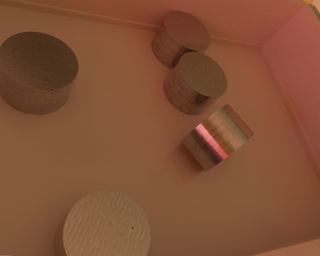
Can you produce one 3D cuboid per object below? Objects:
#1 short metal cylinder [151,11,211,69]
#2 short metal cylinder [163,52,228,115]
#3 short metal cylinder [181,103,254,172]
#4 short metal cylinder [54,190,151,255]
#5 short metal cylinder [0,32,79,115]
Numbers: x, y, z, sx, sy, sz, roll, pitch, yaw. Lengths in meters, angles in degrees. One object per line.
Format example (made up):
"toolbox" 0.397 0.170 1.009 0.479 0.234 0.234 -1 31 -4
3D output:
"short metal cylinder" 0.033 -0.138 0.493 0.081 0.050 0.080 14 56 -21
"short metal cylinder" 0.052 -0.066 0.460 0.081 0.050 0.080 14 56 -21
"short metal cylinder" 0.074 0.013 0.404 0.081 0.080 0.050 -33 80 -38
"short metal cylinder" -0.056 0.106 0.296 0.081 0.050 0.080 14 56 -21
"short metal cylinder" -0.139 -0.062 0.353 0.081 0.050 0.080 14 56 -21
